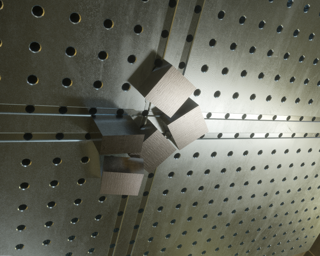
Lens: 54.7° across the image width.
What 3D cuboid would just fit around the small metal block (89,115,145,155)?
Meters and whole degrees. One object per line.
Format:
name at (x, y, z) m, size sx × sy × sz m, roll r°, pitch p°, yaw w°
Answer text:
small metal block at (-0.053, 0.007, 0.372) m, size 0.050 × 0.050 × 0.025 m, roll -1°, pitch 119°, yaw -28°

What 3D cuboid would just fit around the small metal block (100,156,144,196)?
small metal block at (-0.051, 0.063, 0.406) m, size 0.050 × 0.025 × 0.050 m, roll 6°, pitch 135°, yaw -12°

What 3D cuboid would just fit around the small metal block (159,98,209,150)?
small metal block at (0.034, -0.005, 0.429) m, size 0.050 × 0.025 × 0.050 m, roll -33°, pitch 129°, yaw -7°

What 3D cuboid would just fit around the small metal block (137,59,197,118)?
small metal block at (0.009, -0.049, 0.387) m, size 0.050 × 0.025 × 0.050 m, roll -49°, pitch 129°, yaw 6°

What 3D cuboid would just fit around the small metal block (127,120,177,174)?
small metal block at (-0.014, 0.027, 0.422) m, size 0.050 × 0.025 × 0.050 m, roll -42°, pitch 130°, yaw 0°
